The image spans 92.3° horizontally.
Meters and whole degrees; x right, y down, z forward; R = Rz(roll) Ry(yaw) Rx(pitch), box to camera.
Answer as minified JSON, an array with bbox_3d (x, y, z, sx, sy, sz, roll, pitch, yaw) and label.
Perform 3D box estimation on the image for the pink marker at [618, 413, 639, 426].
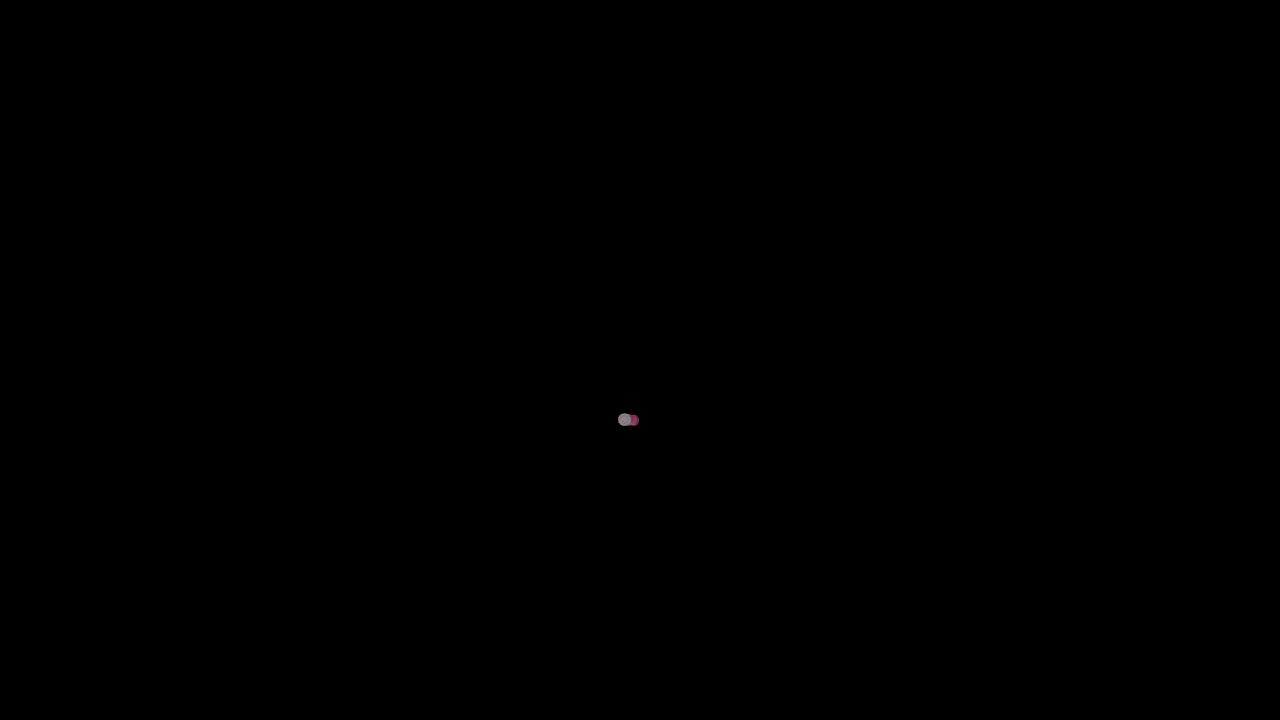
[{"bbox_3d":[-0.017,0.096,0.977,0.020,0.020,0.121,0,-6,6],"label":"pink marker"}]
